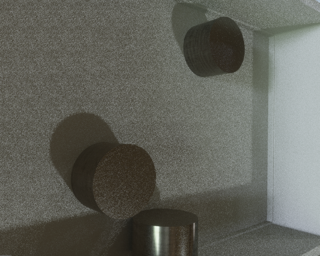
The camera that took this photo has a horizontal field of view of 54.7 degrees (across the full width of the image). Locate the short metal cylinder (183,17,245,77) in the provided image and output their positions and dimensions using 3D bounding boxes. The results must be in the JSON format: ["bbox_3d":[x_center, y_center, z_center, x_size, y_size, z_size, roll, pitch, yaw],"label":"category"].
[{"bbox_3d":[0.081,-0.118,0.461,0.081,0.050,0.079,0,90,-40],"label":"short metal cylinder"}]

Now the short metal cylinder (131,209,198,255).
[{"bbox_3d":[0.006,0.133,0.378,0.081,0.080,0.050,2,89,-40],"label":"short metal cylinder"}]

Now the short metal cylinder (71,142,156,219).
[{"bbox_3d":[-0.051,0.057,0.349,0.081,0.050,0.079,0,90,-40],"label":"short metal cylinder"}]
